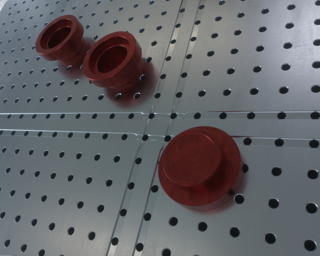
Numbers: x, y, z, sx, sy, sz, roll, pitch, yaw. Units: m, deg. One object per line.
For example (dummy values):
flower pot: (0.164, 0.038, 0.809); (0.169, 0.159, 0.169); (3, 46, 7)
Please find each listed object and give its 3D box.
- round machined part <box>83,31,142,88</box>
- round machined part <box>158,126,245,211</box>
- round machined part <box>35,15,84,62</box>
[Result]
round machined part: (-0.072, -0.105, 0.501); (0.098, 0.042, 0.098); (-13, 56, 21)
round machined part: (0.042, 0.040, 0.352); (0.098, 0.042, 0.098); (-13, 56, 21)
round machined part: (-0.188, -0.168, 0.601); (0.098, 0.042, 0.098); (-13, 56, 21)
